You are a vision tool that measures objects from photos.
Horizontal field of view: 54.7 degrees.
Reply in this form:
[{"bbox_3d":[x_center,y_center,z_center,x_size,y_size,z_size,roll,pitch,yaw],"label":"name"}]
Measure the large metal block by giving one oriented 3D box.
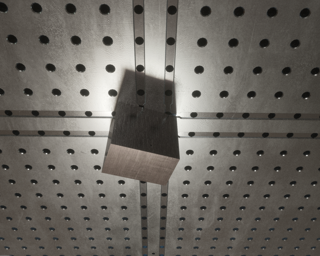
[{"bbox_3d":[-0.024,0.019,0.391,0.081,0.080,0.050,14,129,-12],"label":"large metal block"}]
